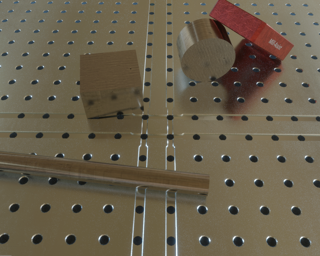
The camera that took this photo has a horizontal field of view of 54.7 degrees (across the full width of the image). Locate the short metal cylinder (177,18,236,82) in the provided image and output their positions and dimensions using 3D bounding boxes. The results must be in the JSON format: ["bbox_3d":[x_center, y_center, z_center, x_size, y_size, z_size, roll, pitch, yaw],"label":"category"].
[{"bbox_3d":[0.068,-0.117,0.471,0.081,0.080,0.050,-4,51,-4],"label":"short metal cylinder"}]

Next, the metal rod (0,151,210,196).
[{"bbox_3d":[-0.095,0.050,0.364,0.302,0.025,0.025,6,50,5],"label":"metal rod"}]

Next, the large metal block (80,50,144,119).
[{"bbox_3d":[-0.069,-0.064,0.445,0.081,0.050,0.080,-7,50,-6],"label":"large metal block"}]

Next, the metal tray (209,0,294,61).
[{"bbox_3d":[0.146,-0.153,0.486,0.131,0.030,0.090,3,36,-50],"label":"metal tray"}]
